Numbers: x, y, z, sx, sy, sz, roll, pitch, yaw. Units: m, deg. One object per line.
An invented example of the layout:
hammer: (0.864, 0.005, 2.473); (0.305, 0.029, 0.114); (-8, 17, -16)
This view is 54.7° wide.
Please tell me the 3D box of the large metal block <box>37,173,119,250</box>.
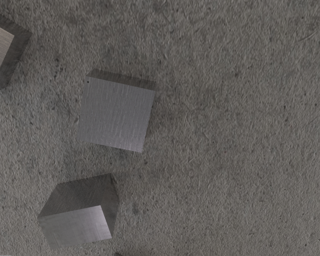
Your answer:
large metal block: (-0.105, 0.110, 0.420); (0.080, 0.080, 0.050); (-12, 110, 4)

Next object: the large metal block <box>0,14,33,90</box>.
large metal block: (-0.211, -0.096, 0.359); (0.080, 0.050, 0.080); (30, 107, -11)

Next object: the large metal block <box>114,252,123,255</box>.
large metal block: (-0.056, 0.259, 0.491); (0.080, 0.050, 0.080); (28, 108, -10)

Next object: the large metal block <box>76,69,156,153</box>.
large metal block: (-0.053, -0.023, 0.387); (0.081, 0.050, 0.079); (12, 110, -5)
